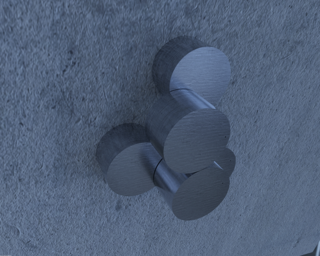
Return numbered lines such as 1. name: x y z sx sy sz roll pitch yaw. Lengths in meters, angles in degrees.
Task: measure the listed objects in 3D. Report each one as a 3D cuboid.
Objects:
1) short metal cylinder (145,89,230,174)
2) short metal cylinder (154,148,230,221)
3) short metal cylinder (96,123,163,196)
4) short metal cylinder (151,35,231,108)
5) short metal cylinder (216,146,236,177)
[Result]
1. short metal cylinder: 0.030 0.003 0.344 0.081 0.050 0.079 -14 124 -21
2. short metal cylinder: 0.039 0.068 0.390 0.081 0.050 0.079 -14 124 -21
3. short metal cylinder: -0.036 0.040 0.397 0.081 0.050 0.079 -14 124 -21
4. short metal cylinder: 0.036 -0.065 0.372 0.081 0.050 0.079 -14 124 -21
5. short metal cylinder: 0.063 0.049 0.456 0.081 0.050 0.079 -14 124 -21
